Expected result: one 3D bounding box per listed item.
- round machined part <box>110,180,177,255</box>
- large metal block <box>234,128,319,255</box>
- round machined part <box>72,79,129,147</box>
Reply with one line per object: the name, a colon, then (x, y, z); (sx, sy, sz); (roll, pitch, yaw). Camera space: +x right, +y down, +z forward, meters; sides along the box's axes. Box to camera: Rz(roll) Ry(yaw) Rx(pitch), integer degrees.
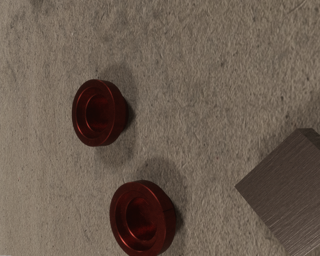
round machined part: (-0.018, 0.117, 0.407); (0.098, 0.042, 0.097); (0, 90, 39)
large metal block: (0.131, 0.056, 0.280); (0.080, 0.050, 0.080); (-52, 60, 27)
round machined part: (-0.085, -0.022, 0.461); (0.098, 0.042, 0.097); (0, 90, 39)
